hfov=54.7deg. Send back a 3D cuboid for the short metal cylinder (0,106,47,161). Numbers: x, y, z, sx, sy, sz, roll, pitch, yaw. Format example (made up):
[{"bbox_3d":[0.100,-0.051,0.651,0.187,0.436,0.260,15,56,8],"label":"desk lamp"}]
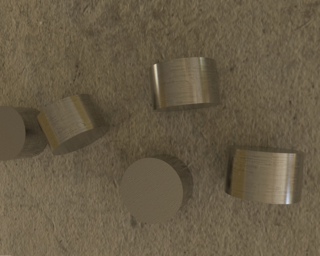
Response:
[{"bbox_3d":[-0.218,0.008,0.471,0.080,0.050,0.079,0,90,19],"label":"short metal cylinder"}]

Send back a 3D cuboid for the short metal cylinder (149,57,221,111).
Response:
[{"bbox_3d":[0.029,-0.049,0.369,0.080,0.080,0.050,-6,88,19],"label":"short metal cylinder"}]

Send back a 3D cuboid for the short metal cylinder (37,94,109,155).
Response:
[{"bbox_3d":[-0.117,-0.004,0.420,0.080,0.080,0.050,-31,80,17],"label":"short metal cylinder"}]

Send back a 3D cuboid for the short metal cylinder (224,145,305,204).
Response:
[{"bbox_3d":[0.113,0.048,0.340,0.080,0.080,0.050,4,92,19],"label":"short metal cylinder"}]

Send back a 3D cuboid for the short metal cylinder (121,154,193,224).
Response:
[{"bbox_3d":[-0.003,0.075,0.396,0.080,0.050,0.079,0,90,19],"label":"short metal cylinder"}]
